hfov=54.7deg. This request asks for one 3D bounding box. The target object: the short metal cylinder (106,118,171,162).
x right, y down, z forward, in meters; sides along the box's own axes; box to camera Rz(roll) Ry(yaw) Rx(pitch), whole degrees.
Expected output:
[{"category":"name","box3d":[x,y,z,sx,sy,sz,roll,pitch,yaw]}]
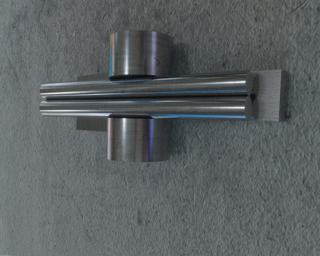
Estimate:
[{"category":"short metal cylinder","box3d":[-0.027,0.013,0.393,0.080,0.081,0.050,2,92,40]}]

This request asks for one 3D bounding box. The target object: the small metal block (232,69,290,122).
[{"category":"small metal block","box3d":[0.104,-0.033,0.321,0.050,0.025,0.050,4,93,40]}]

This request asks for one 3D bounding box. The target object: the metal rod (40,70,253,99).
[{"category":"metal rod","box3d":[-0.040,-0.049,0.381,0.300,0.025,0.025,2,92,32]}]

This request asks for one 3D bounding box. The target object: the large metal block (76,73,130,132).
[{"category":"large metal block","box3d":[-0.076,-0.036,0.453,0.080,0.050,0.079,3,92,40]}]

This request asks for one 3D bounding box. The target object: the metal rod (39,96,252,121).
[{"category":"metal rod","box3d":[-0.041,-0.024,0.382,0.300,0.025,0.025,2,92,32]}]

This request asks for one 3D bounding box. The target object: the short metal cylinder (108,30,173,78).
[{"category":"short metal cylinder","box3d":[-0.024,-0.087,0.390,0.080,0.081,0.050,2,92,40]}]
